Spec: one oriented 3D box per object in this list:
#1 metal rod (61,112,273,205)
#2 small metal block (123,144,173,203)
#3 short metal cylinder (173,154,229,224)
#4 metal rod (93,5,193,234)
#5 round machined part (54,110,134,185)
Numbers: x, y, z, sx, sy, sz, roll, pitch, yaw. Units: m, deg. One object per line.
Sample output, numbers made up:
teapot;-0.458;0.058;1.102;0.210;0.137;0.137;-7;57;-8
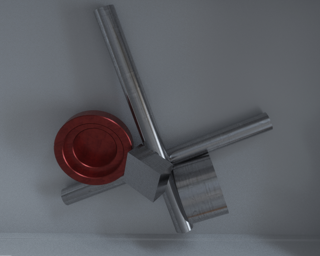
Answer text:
metal rod;0.004;0.045;0.426;0.301;0.025;0.025;-21;109;7
small metal block;-0.016;0.056;0.386;0.050;0.025;0.050;31;129;23
short metal cylinder;0.054;0.081;0.411;0.050;0.080;0.080;-19;109;6
metal rod;-0.016;-0.001;0.390;0.025;0.025;0.298;-18;102;6
round machined part;-0.084;0.023;0.408;0.099;0.042;0.097;0;110;-1
